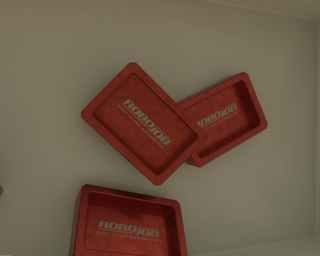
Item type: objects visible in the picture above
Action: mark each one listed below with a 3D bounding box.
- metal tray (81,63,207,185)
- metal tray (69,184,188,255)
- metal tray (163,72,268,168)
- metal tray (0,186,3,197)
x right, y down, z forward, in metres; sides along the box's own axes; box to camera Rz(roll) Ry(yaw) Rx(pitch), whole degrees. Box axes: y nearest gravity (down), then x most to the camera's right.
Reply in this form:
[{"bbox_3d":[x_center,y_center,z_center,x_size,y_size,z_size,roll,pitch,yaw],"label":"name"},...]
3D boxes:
[{"bbox_3d":[-0.018,-0.005,0.381,0.130,0.030,0.090,44,92,-9],"label":"metal tray"},{"bbox_3d":[-0.035,0.121,0.366,0.131,0.090,0.030,15,129,-20],"label":"metal tray"},{"bbox_3d":[0.081,-0.013,0.439,0.131,0.030,0.090,-27,99,-18],"label":"metal tray"},{"bbox_3d":[-0.210,0.028,0.298,0.030,0.090,0.130,-36,102,-16],"label":"metal tray"}]
